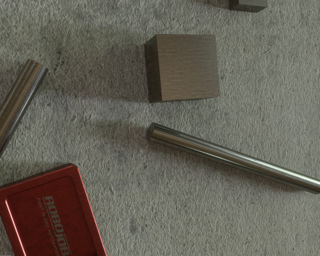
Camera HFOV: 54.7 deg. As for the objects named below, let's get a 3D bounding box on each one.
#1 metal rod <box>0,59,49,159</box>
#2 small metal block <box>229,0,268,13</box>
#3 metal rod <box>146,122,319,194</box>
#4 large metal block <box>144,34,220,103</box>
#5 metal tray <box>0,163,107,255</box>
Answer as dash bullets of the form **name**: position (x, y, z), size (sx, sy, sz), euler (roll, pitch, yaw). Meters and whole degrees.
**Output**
- **metal rod**: position (-0.203, 0.061, 0.334), size (0.025, 0.025, 0.299), euler (28, 81, -18)
- **small metal block**: position (0.130, -0.202, 0.458), size (0.050, 0.025, 0.050), euler (-3, 91, -20)
- **metal rod**: position (0.122, 0.050, 0.455), size (0.302, 0.025, 0.025), euler (19, 84, -20)
- **large metal block**: position (0.028, -0.076, 0.407), size (0.081, 0.050, 0.079), euler (-6, 92, -20)
- **metal tray**: position (-0.123, 0.116, 0.361), size (0.091, 0.030, 0.129), euler (-18, 96, -20)
